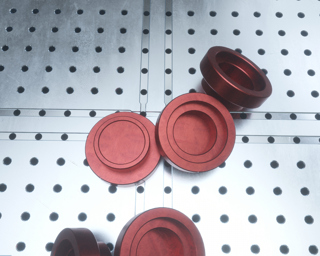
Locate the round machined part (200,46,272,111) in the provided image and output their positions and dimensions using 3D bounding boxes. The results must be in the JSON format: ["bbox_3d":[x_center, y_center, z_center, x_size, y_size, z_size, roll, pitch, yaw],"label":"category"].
[{"bbox_3d":[0.095,-0.061,0.410,0.099,0.042,0.098,19,42,-18],"label":"round machined part"}]

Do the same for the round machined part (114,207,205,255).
[{"bbox_3d":[-0.003,0.139,0.340,0.099,0.042,0.098,9,66,-21],"label":"round machined part"}]

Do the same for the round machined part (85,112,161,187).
[{"bbox_3d":[-0.046,0.024,0.394,0.099,0.042,0.098,0,70,0],"label":"round machined part"}]

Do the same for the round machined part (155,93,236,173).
[{"bbox_3d":[0.041,0.007,0.392,0.099,0.042,0.097,2,81,-11],"label":"round machined part"}]

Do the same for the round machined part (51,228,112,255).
[{"bbox_3d":[-0.082,0.156,0.325,0.042,0.098,0.098,13,66,-34],"label":"round machined part"}]
